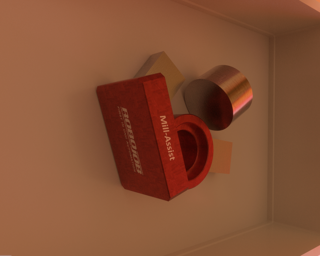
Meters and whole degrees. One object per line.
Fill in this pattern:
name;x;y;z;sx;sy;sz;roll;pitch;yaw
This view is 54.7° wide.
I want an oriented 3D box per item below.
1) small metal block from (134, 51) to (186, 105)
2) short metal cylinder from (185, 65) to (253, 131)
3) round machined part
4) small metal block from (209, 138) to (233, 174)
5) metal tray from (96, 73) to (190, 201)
small metal block;-0.001;-0.063;0.406;0.050;0.025;0.050;47;62;-28
short metal cylinder;0.083;-0.043;0.440;0.050;0.080;0.080;-36;113;-34
round machined part;0.023;0.030;0.413;0.099;0.042;0.097;0;90;-40
small metal block;0.084;0.043;0.477;0.050;0.025;0.050;12;82;-38
metal tray;-0.021;0.010;0.346;0.030;0.090;0.129;-22;104;-38
